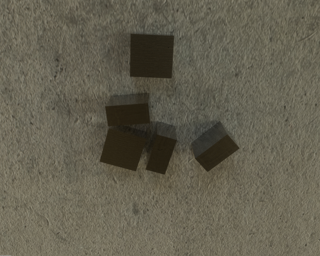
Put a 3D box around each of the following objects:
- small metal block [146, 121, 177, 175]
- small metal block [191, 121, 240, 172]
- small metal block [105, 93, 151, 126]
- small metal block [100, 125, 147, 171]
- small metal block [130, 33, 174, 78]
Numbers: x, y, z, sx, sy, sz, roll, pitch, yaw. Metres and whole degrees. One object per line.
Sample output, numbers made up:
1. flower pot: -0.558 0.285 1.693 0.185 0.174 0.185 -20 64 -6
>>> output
1. small metal block: 0.001 0.025 0.405 0.025 0.050 0.050 16 109 -6
2. small metal block: 0.071 0.023 0.405 0.050 0.050 0.025 -39 106 13
3. small metal block: -0.038 -0.024 0.387 0.050 0.050 0.025 -4 110 1
4. small metal block: -0.049 0.025 0.418 0.050 0.025 0.050 16 109 -6
5. small metal block: -0.010 -0.089 0.377 0.050 0.025 0.050 2 110 -1
